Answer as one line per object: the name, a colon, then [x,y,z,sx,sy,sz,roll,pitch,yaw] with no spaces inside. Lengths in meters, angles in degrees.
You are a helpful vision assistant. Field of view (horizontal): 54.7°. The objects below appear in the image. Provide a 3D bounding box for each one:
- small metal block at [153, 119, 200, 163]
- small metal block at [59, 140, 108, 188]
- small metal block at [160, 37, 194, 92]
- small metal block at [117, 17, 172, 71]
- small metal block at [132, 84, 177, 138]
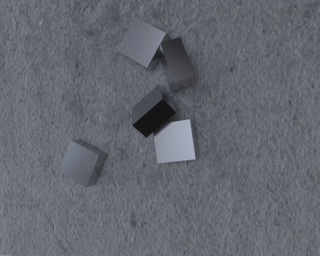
small metal block: [0.021,0.017,0.401,0.050,0.025,0.050,-9,87,19]
small metal block: [-0.110,0.050,0.446,0.050,0.025,0.050,25,98,17]
small metal block: [0.020,-0.077,0.385,0.025,0.050,0.050,-18,84,-4]
small metal block: [-0.021,-0.112,0.415,0.050,0.025,0.050,33,100,16]
small metal block: [-0.009,-0.023,0.395,0.050,0.050,0.025,-40,115,15]
